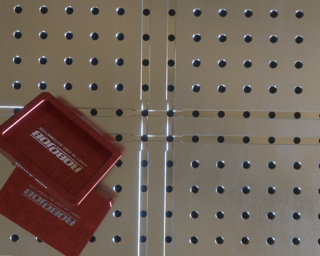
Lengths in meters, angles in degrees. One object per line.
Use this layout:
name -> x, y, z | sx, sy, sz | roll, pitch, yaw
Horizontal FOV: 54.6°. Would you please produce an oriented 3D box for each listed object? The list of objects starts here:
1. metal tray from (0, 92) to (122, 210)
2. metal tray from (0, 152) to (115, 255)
metal tray -> -0.126, 0.026, 0.387 | 0.130, 0.030, 0.090 | 39, 58, 1
metal tray -> -0.138, 0.099, 0.410 | 0.130, 0.030, 0.090 | 33, 90, 0
